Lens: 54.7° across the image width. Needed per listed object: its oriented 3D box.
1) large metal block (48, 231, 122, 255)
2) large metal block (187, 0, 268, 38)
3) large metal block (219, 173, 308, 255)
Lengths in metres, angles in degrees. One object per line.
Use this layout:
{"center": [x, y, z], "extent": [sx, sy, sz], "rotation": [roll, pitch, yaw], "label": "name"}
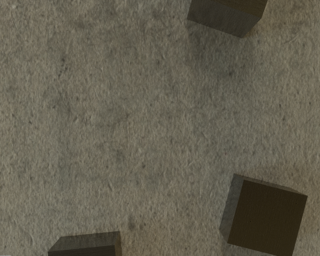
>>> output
{"center": [-0.091, 0.184, 0.396], "extent": [0.081, 0.050, 0.079], "rotation": [-5, 90, -1], "label": "large metal block"}
{"center": [0.083, -0.159, 0.384], "extent": [0.080, 0.080, 0.050], "rotation": [19, 90, -1], "label": "large metal block"}
{"center": [0.130, 0.111, 0.399], "extent": [0.080, 0.050, 0.080], "rotation": [15, 90, -1], "label": "large metal block"}
